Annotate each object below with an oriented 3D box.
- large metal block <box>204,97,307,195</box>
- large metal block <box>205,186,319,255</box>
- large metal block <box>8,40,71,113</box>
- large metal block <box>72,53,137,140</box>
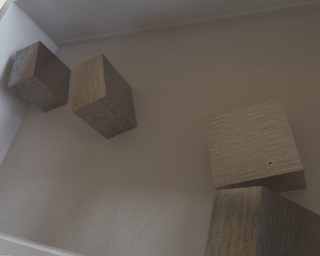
[{"bbox_3d":[0.097,0.025,0.323,0.080,0.050,0.080,-16,55,19],"label":"large metal block"},{"bbox_3d":[0.085,0.101,0.254,0.050,0.080,0.080,-23,47,52],"label":"large metal block"},{"bbox_3d":[-0.202,-0.086,0.530,0.050,0.080,0.080,-18,55,18],"label":"large metal block"},{"bbox_3d":[-0.078,-0.043,0.438,0.050,0.080,0.080,-23,53,15],"label":"large metal block"}]
